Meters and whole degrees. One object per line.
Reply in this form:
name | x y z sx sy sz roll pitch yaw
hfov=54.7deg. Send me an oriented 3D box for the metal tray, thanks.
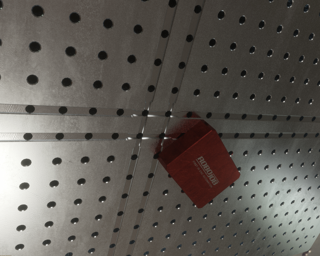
metal tray | 0.065 0.061 0.483 0.090 0.030 0.130 -38 130 -3
